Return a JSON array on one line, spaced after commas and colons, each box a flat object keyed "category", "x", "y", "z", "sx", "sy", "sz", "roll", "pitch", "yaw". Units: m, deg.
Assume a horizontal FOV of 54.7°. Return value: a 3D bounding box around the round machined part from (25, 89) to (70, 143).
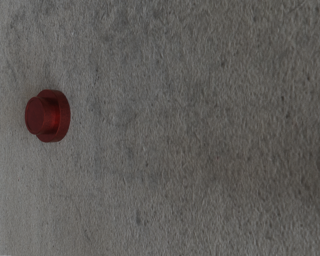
[{"category": "round machined part", "x": -0.210, "y": -0.022, "z": 0.563, "sx": 0.098, "sy": 0.042, "sz": 0.097, "roll": 0, "pitch": 90, "yaw": 39}]
